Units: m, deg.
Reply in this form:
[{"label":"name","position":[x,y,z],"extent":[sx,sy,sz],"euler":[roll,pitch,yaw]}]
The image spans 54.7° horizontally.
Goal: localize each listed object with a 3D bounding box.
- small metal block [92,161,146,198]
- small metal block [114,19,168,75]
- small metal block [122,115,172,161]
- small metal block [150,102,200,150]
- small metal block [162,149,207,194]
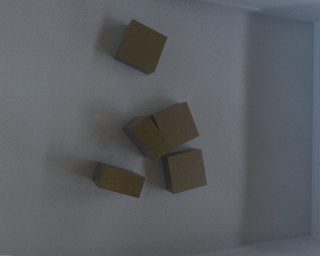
[{"label":"small metal block","position":[-0.052,0.063,0.379],"extent":[0.050,0.050,0.025],"euler":[20,84,-19]},{"label":"small metal block","position":[-0.025,-0.104,0.402],"extent":[0.050,0.025,0.050],"euler":[22,83,-19]},{"label":"small metal block","position":[-0.017,0.012,0.392],"extent":[0.025,0.050,0.050],"euler":[-40,103,-16]},{"label":"small metal block","position":[0.018,-0.003,0.418],"extent":[0.050,0.025,0.050],"euler":[-24,98,-19]},{"label":"small metal block","position":[0.033,0.058,0.424],"extent":[0.050,0.025,0.050],"euler":[-11,94,-20]}]
